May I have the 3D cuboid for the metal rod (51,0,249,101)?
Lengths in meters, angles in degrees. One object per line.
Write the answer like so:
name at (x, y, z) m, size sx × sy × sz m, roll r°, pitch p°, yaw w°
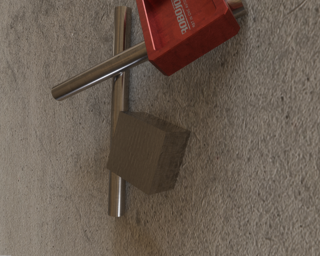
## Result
metal rod at (-0.034, -0.094, 0.404) m, size 0.300 × 0.025 × 0.025 m, roll -18°, pitch 79°, yaw 30°

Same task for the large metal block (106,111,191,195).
large metal block at (-0.016, 0.029, 0.400) m, size 0.080 × 0.050 × 0.079 m, roll 24°, pitch 105°, yaw 37°

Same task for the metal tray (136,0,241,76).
metal tray at (0.023, -0.130, 0.340) m, size 0.090 × 0.030 × 0.130 m, roll -29°, pitch 51°, yaw 23°

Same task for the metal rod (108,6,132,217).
metal rod at (-0.059, -0.022, 0.450) m, size 0.025 × 0.025 × 0.298 m, roll 4°, pitch 92°, yaw 39°
